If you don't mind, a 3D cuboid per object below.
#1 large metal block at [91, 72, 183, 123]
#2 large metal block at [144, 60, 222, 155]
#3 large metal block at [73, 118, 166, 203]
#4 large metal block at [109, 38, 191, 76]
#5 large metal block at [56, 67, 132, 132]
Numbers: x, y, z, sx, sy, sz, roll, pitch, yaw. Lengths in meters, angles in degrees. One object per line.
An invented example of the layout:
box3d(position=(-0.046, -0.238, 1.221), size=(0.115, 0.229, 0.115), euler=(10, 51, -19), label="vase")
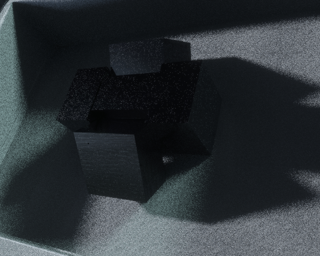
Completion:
box3d(position=(-0.025, -0.025, 0.397), size=(0.080, 0.080, 0.050), euler=(1, 62, 28), label="large metal block")
box3d(position=(0.032, -0.022, 0.366), size=(0.050, 0.080, 0.080), euler=(1, 62, 29), label="large metal block")
box3d(position=(-0.045, 0.034, 0.363), size=(0.080, 0.079, 0.050), euler=(1, 21, 27), label="large metal block")
box3d(position=(-0.010, -0.089, 0.422), size=(0.080, 0.080, 0.050), euler=(2, 100, 29), label="large metal block")
box3d(position=(-0.084, -0.027, 0.430), size=(0.050, 0.080, 0.080), euler=(1, 62, 29), label="large metal block")
